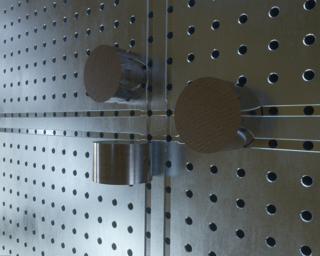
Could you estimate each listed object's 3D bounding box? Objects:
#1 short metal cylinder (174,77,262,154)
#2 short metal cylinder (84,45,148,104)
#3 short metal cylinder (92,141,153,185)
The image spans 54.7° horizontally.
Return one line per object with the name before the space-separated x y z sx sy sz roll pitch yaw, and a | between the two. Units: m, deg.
short metal cylinder | 0.063 -0.013 0.341 0.080 0.050 0.079 0 90 40
short metal cylinder | -0.065 -0.075 0.447 0.080 0.050 0.079 0 90 40
short metal cylinder | -0.050 0.044 0.415 0.080 0.081 0.050 2 91 40
